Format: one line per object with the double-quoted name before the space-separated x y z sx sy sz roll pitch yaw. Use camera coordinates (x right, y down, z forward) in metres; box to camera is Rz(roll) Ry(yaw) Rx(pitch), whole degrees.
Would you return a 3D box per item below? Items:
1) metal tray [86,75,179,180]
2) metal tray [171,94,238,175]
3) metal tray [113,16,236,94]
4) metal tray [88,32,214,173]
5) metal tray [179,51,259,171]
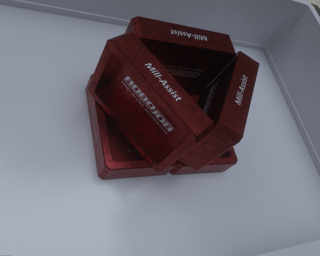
"metal tray" -0.037 -0.005 0.385 0.091 0.030 0.130 0 61 -28
"metal tray" 0.045 -0.004 0.427 0.091 0.030 0.130 1 60 -27
"metal tray" 0.015 -0.082 0.380 0.131 0.090 0.030 2 62 -27
"metal tray" -0.016 -0.023 0.329 0.130 0.090 0.030 49 52 6
"metal tray" 0.070 -0.021 0.373 0.030 0.090 0.130 31 52 -8
